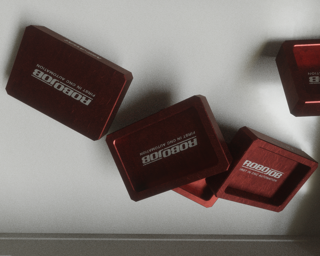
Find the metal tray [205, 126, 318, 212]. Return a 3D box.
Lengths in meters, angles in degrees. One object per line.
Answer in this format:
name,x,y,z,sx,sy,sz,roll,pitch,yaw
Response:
metal tray,0.135,0.059,0.407,0.131,0.030,0.090,20,110,-30

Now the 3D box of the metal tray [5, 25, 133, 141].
metal tray,-0.110,-0.054,0.374,0.130,0.030,0.089,28,108,2

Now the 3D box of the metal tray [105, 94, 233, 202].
metal tray,0.009,0.026,0.373,0.130,0.030,0.090,-24,89,21

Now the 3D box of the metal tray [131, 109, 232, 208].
metal tray,0.037,0.043,0.424,0.131,0.030,0.090,29,107,-11

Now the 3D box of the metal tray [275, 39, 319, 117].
metal tray,0.211,-0.061,0.357,0.131,0.090,0.030,-2,150,1
